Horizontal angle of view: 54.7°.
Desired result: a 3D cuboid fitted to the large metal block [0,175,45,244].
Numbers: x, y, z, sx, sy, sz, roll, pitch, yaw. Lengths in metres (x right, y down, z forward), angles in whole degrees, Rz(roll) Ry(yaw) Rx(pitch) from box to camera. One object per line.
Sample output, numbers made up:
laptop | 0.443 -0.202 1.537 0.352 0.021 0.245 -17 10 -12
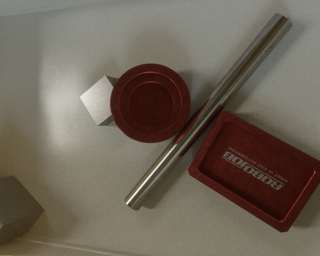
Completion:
large metal block | -0.239 0.122 0.463 0.080 0.080 0.050 42 103 15

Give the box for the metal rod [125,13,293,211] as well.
metal rod | 0.053 -0.011 0.391 0.025 0.025 0.299 42 103 15

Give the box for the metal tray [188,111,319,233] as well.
metal tray | 0.111 0.048 0.368 0.130 0.030 0.090 31 100 17

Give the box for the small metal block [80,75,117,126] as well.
small metal block | -0.076 -0.038 0.436 0.050 0.025 0.050 -37 79 16

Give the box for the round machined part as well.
round machined part | -0.010 -0.030 0.396 0.099 0.042 0.097 0 87 4
